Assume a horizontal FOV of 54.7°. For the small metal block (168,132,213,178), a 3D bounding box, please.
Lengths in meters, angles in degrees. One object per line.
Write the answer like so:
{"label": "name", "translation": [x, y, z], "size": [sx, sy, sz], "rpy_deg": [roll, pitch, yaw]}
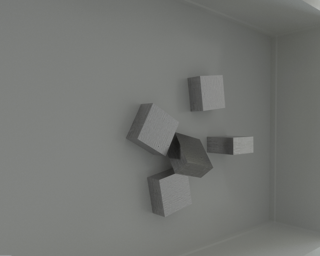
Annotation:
{"label": "small metal block", "translation": [0.038, 0.037, 0.421], "size": [0.050, 0.025, 0.050], "rpy_deg": [16, 39, -39]}

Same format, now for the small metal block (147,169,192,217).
{"label": "small metal block", "translation": [0.014, 0.085, 0.418], "size": [0.050, 0.025, 0.050], "rpy_deg": [-14, 99, -39]}

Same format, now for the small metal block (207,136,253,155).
{"label": "small metal block", "translation": [0.109, 0.026, 0.481], "size": [0.050, 0.050, 0.025], "rpy_deg": [-1, 91, -40]}

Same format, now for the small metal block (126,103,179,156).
{"label": "small metal block", "translation": [-0.009, 0.003, 0.399], "size": [0.050, 0.025, 0.050], "rpy_deg": [35, 69, -35]}

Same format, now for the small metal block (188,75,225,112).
{"label": "small metal block", "translation": [0.070, -0.052, 0.465], "size": [0.050, 0.025, 0.050], "rpy_deg": [-10, 97, -40]}
